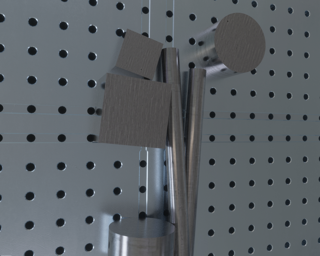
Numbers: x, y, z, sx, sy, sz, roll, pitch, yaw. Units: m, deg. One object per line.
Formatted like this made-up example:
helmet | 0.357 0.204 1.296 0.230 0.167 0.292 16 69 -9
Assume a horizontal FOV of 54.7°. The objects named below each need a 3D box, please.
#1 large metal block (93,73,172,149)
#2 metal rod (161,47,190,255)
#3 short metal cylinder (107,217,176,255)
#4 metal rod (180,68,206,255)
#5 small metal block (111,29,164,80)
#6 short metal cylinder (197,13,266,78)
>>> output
large metal block | -0.036 -0.019 0.386 0.081 0.050 0.080 7 88 -20
metal rod | 0.021 0.044 0.408 0.025 0.025 0.298 -2 86 -20
short metal cylinder | -0.023 0.145 0.376 0.081 0.080 0.050 3 89 -20
metal rod | 0.041 0.068 0.428 0.025 0.025 0.298 5 88 -20
small metal block | -0.029 -0.093 0.402 0.050 0.025 0.050 18 84 -19
short metal cylinder | 0.099 -0.114 0.436 0.081 0.050 0.079 0 90 -20
